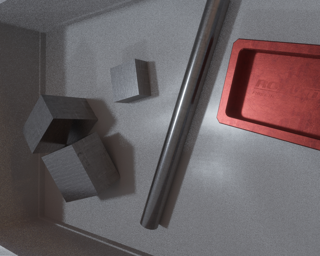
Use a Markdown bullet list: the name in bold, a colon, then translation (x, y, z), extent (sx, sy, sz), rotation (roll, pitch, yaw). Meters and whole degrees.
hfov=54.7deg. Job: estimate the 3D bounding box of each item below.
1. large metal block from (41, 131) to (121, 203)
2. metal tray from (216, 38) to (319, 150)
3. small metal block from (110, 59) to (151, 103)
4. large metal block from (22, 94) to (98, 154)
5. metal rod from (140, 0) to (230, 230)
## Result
- **large metal block**: translation (-0.120, 0.060, 0.470), extent (0.080, 0.050, 0.080), rotation (-21, 99, 37)
- **metal tray**: translation (0.126, -0.034, 0.298), extent (0.130, 0.030, 0.089), rotation (18, 102, 38)
- **small metal block**: translation (-0.042, -0.065, 0.439), extent (0.050, 0.025, 0.050), rotation (-12, 83, 39)
- **large metal block**: translation (-0.162, -0.005, 0.502), extent (0.080, 0.081, 0.050), rotation (-50, 61, 28)
- **metal rod**: translation (0.026, -0.010, 0.383), extent (0.025, 0.025, 0.298), rotation (26, 106, 36)
